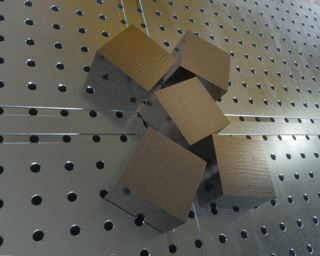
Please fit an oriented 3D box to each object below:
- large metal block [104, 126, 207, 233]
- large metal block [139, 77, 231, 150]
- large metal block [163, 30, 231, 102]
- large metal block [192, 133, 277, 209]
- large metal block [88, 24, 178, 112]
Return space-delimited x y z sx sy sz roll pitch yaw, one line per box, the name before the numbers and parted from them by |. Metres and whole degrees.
large metal block | -0.003 0.059 0.352 0.080 0.050 0.080 33 51 -7
large metal block | 0.033 -0.014 0.417 0.081 0.050 0.080 -25 75 -37
large metal block | 0.059 -0.089 0.476 0.080 0.050 0.080 25 53 -16
large metal block | 0.094 0.059 0.406 0.081 0.050 0.080 9 58 -24
large metal block | -0.036 -0.082 0.422 0.080 0.050 0.080 39 51 -1
